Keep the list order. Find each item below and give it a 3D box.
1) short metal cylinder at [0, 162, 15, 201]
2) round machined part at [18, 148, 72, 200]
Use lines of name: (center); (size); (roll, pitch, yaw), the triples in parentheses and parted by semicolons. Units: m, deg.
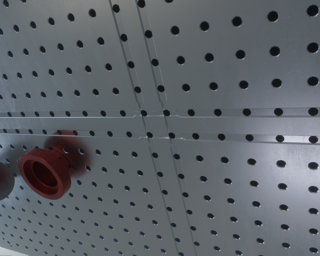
short metal cylinder: (-0.347, 0.111, 0.627); (0.050, 0.080, 0.080); (-15, 111, 34)
round machined part: (-0.198, 0.076, 0.552); (0.098, 0.042, 0.097); (13, 124, 21)
